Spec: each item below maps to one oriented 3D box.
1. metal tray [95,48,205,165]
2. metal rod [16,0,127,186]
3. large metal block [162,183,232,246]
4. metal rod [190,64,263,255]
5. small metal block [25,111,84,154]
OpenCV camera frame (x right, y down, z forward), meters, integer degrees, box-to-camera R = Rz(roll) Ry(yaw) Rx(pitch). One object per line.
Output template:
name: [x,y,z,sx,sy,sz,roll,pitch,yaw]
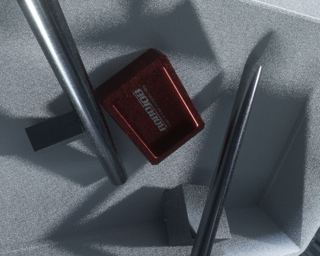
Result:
metal tray: [-0.007,-0.022,0.389,0.090,0.030,0.130,-38,130,-3]
metal rod: [-0.071,-0.019,0.302,0.025,0.025,0.299,-27,146,-12]
large metal block: [0.056,0.136,0.481,0.081,0.080,0.050,14,144,-34]
metal rod: [0.088,0.058,0.423,0.025,0.025,0.299,19,86,-36]
small metal block: [-0.111,0.006,0.333,0.050,0.050,0.025,-23,88,-15]
